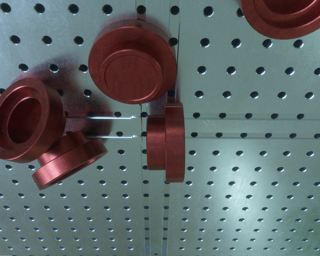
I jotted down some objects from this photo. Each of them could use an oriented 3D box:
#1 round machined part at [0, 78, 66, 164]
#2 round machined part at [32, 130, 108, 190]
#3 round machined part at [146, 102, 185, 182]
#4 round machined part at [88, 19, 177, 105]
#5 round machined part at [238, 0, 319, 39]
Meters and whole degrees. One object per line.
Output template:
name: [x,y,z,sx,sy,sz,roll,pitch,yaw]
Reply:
round machined part: [-0.151,-0.006,0.365,0.098,0.098,0.042,-24,154,19]
round machined part: [-0.122,0.038,0.408,0.098,0.098,0.042,-32,87,24]
round machined part: [0.006,0.017,0.378,0.042,0.098,0.097,-1,130,1]
round machined part: [-0.030,-0.065,0.345,0.099,0.042,0.097,0,130,0]
round machined part: [0.120,-0.136,0.285,0.099,0.042,0.097,0,130,0]
